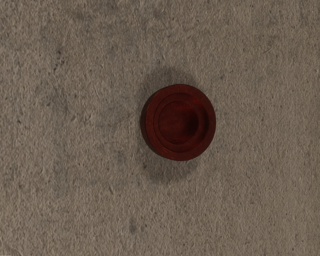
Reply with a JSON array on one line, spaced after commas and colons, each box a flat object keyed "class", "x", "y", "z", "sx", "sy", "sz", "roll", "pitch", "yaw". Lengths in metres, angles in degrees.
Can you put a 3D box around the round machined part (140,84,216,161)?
[{"class": "round machined part", "x": 0.021, "y": -0.007, "z": 0.409, "sx": 0.099, "sy": 0.042, "sz": 0.097, "roll": 0, "pitch": 90, "yaw": -21}]
